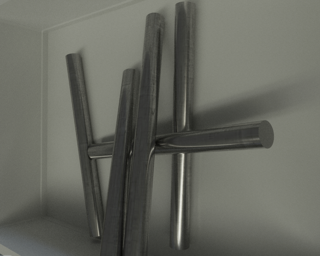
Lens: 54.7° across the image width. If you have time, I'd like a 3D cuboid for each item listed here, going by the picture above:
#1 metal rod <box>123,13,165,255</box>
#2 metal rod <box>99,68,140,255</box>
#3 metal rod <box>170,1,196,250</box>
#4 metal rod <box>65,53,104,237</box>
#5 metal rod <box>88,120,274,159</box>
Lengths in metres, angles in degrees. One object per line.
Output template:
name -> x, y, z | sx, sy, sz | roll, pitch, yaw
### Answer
metal rod -> -0.016, -0.005, 0.363 | 0.025, 0.025, 0.299 | -13, 64, 39
metal rod -> -0.047, 0.052, 0.368 | 0.025, 0.025, 0.299 | -24, 51, 37
metal rod -> 0.028, -0.002, 0.383 | 0.025, 0.025, 0.298 | 2, 91, 40
metal rod -> -0.123, 0.023, 0.508 | 0.025, 0.025, 0.298 | -16, 80, 39
metal rod -> -0.005, 0.021, 0.381 | 0.299, 0.025, 0.025 | -9, 84, 48
